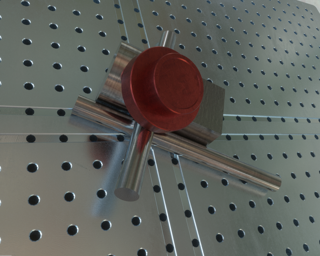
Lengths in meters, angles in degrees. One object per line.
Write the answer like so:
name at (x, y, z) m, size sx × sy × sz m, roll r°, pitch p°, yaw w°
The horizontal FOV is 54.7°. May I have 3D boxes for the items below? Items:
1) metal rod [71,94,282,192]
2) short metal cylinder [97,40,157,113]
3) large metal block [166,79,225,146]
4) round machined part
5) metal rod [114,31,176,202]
metal rod at (0.033, 0.026, 0.411) m, size 0.302 × 0.025 × 0.025 m, roll 22°, pitch 53°, yaw -15°
short metal cylinder at (-0.041, -0.063, 0.389) m, size 0.050 × 0.080 × 0.080 m, roll 23°, pitch 53°, yaw -15°
large metal block at (0.040, -0.027, 0.427) m, size 0.080 × 0.050 × 0.080 m, roll 23°, pitch 53°, yaw -15°
round machined part at (0.010, -0.045, 0.347) m, size 0.099 × 0.042 × 0.097 m, roll 7°, pitch 78°, yaw -34°
metal rod at (-0.009, -0.042, 0.405) m, size 0.025 × 0.025 × 0.300 m, roll 25°, pitch 45°, yaw -13°
